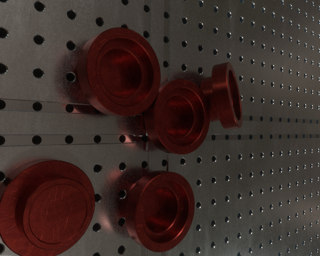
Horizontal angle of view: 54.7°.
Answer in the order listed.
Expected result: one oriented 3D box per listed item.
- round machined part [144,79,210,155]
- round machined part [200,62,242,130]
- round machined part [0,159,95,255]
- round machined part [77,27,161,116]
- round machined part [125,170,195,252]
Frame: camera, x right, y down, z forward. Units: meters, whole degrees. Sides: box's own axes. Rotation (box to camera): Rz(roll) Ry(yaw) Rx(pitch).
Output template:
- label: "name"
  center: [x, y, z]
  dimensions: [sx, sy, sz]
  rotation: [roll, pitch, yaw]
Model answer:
- label: "round machined part"
  center: [0.018, -0.014, 0.414]
  dimensions: [0.099, 0.042, 0.097]
  rotation: [0, 90, -39]
- label: "round machined part"
  center: [0.090, -0.045, 0.460]
  dimensions: [0.098, 0.042, 0.097]
  rotation: [-10, 90, -66]
- label: "round machined part"
  center: [-0.108, 0.081, 0.309]
  dimensions: [0.099, 0.042, 0.097]
  rotation: [0, 90, -40]
- label: "round machined part"
  center: [-0.050, -0.062, 0.358]
  dimensions: [0.099, 0.042, 0.097]
  rotation: [0, 90, -40]
- label: "round machined part"
  center: [-0.004, 0.103, 0.397]
  dimensions: [0.099, 0.042, 0.097]
  rotation: [0, 90, -40]
